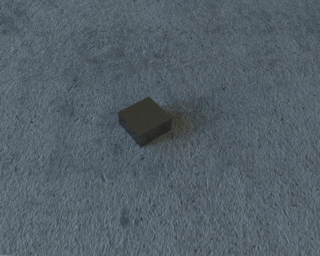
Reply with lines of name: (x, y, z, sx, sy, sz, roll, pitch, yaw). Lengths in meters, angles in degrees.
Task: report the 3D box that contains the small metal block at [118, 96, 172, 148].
small metal block: (-0.020, -0.009, 0.412, 0.050, 0.025, 0.050, -30, 56, -23)
